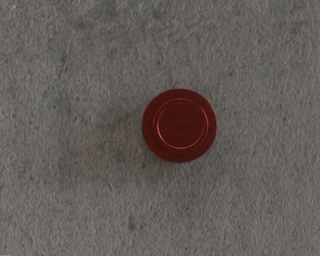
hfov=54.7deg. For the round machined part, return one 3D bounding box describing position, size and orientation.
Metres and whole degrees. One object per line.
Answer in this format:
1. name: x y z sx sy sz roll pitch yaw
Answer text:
1. round machined part: 0.025 -0.003 0.402 0.099 0.042 0.097 0 90 -1
